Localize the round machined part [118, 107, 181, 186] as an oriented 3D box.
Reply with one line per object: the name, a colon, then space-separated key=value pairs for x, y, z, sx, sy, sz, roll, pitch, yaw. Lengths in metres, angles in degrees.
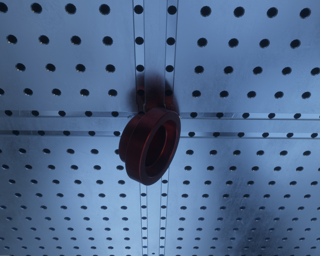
round machined part: x=-0.015 y=0.020 z=0.392 sx=0.042 sy=0.098 sz=0.097 roll=20 pitch=135 yaw=25
